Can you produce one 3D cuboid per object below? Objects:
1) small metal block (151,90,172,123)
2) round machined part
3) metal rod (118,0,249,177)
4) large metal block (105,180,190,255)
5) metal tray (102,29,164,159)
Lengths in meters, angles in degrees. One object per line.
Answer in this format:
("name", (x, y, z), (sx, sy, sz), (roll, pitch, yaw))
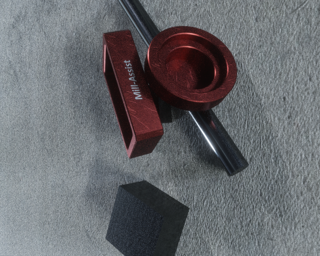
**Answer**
("small metal block", (-0.013, -0.030, 0.415), (0.050, 0.025, 0.050), (-4, 87, 40))
("round machined part", (0.031, -0.061, 0.342), (0.098, 0.099, 0.042), (66, 157, 19))
("metal rod", (0.016, -0.074, 0.391), (0.025, 0.025, 0.299), (-44, 64, 31))
("large metal block", (-0.018, 0.125, 0.404), (0.080, 0.050, 0.079), (25, 106, 37))
("metal tray", (-0.037, -0.037, 0.368), (0.090, 0.030, 0.129), (119, 134, -69))
